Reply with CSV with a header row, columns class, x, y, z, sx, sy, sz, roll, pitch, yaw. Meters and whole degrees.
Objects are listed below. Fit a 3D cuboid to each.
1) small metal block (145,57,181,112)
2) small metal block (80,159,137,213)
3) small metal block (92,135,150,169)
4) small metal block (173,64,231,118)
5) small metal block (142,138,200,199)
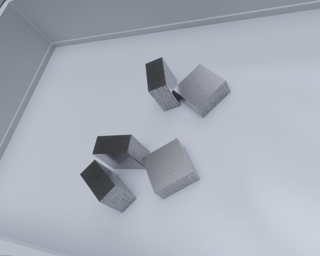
class,x,y,z,sx,sy,sz,roll,pitch,yaw
small metal block,0.005,-0.059,0.422,0.025,0.050,0.050,-19,54,17
small metal block,-0.062,0.071,0.377,0.025,0.050,0.050,-46,51,-4
small metal block,-0.048,0.032,0.394,0.050,0.050,0.025,-3,61,26
small metal block,0.055,-0.049,0.406,0.050,0.025,0.050,-44,52,-3
small metal block,0.012,0.048,0.369,0.050,0.025,0.050,-30,52,8
